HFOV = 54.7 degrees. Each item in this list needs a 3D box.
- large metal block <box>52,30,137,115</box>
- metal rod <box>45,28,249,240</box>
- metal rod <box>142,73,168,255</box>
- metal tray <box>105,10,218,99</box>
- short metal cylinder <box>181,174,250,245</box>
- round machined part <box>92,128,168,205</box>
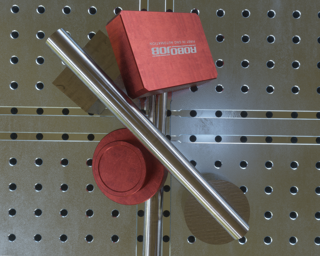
[{"bbox_3d":[-0.075,-0.064,0.386,0.050,0.080,0.080,41,90,-1],"label":"large metal block"},{"bbox_3d":[-0.007,0.013,0.343,0.025,0.025,0.300,-43,98,0],"label":"metal rod"},{"bbox_3d":[-0.005,0.020,0.413,0.025,0.025,0.298,2,90,-1],"label":"metal rod"},{"bbox_3d":[0.008,-0.090,0.372,0.131,0.030,0.090,-18,90,-42],"label":"metal tray"},{"bbox_3d":[0.070,0.103,0.402,0.081,0.050,0.079,0,90,-1],"label":"short metal cylinder"},{"bbox_3d":[-0.042,0.049,0.389,0.098,0.042,0.097,0,90,17],"label":"round machined part"}]
